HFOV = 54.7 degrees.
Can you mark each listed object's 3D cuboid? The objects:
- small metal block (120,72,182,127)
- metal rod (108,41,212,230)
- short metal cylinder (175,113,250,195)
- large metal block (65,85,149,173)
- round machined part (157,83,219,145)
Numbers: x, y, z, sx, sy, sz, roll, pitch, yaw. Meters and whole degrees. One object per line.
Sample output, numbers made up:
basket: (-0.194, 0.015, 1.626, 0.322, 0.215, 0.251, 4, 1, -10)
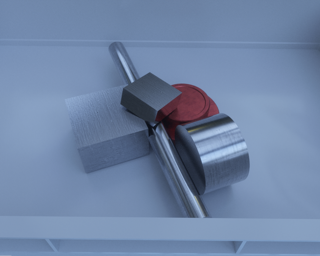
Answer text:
small metal block: (-0.010, -0.035, 0.370, 0.050, 0.025, 0.050, 35, 46, 17)
metal rod: (-0.014, -0.015, 0.389, 0.025, 0.025, 0.300, -16, 52, -13)
short metal cylinder: (0.055, 0.028, 0.344, 0.050, 0.080, 0.080, -16, 52, -13)
large metal block: (-0.065, -0.001, 0.384, 0.081, 0.050, 0.080, -16, 52, -13)
round machined part: (0.030, -0.021, 0.410, 0.099, 0.042, 0.098, 0, 50, 0)
